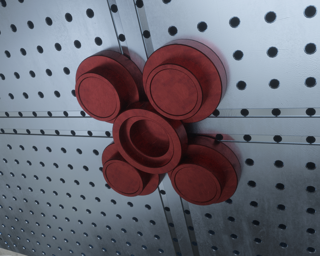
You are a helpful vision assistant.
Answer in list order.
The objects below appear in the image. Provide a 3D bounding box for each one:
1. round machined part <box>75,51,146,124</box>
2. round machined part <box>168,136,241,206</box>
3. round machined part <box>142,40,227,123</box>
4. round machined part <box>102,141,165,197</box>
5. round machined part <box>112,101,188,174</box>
[{"bbox_3d":[-0.071,-0.047,0.406,0.098,0.042,0.097,13,124,20],"label":"round machined part"},{"bbox_3d":[0.053,0.063,0.409,0.098,0.042,0.097,13,124,20],"label":"round machined part"},{"bbox_3d":[0.023,-0.048,0.357,0.098,0.042,0.097,13,124,20],"label":"round machined part"},{"bbox_3d":[-0.046,0.064,0.462,0.098,0.042,0.097,13,124,20],"label":"round machined part"},{"bbox_3d":[-0.009,0.009,0.407,0.098,0.042,0.097,13,124,20],"label":"round machined part"}]
